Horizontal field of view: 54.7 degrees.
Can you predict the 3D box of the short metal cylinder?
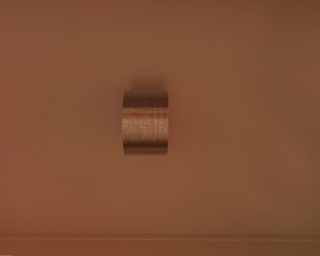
[{"bbox_3d":[-0.016,-0.007,0.377,0.050,0.080,0.079,0,110,-1],"label":"short metal cylinder"}]
